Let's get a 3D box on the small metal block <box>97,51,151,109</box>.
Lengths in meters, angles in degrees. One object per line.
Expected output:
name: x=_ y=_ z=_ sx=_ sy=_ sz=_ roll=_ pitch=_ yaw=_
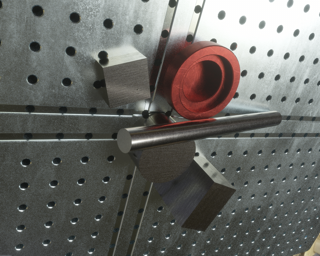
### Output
small metal block: x=-0.041 y=-0.056 z=0.356 sx=0.050 sy=0.025 sz=0.050 roll=-17 pitch=126 yaw=-19

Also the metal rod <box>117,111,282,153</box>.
metal rod: x=0.076 y=-0.002 z=0.408 sx=0.302 sy=0.025 sz=0.025 roll=-7 pitch=123 yaw=-42

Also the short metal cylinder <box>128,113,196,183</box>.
short metal cylinder: x=0.000 y=0.026 z=0.413 sx=0.081 sy=0.050 sz=0.079 roll=-14 pitch=124 yaw=-21

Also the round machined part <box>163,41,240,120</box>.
round machined part: x=0.048 y=-0.062 z=0.390 sx=0.099 sy=0.042 sz=0.097 roll=-14 pitch=125 yaw=-21

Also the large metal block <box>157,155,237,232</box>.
large metal block: x=0.052 y=0.093 z=0.464 sx=0.050 sy=0.080 sz=0.080 roll=25 pitch=105 yaw=-37
